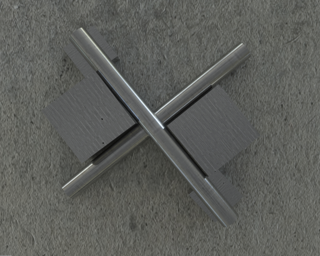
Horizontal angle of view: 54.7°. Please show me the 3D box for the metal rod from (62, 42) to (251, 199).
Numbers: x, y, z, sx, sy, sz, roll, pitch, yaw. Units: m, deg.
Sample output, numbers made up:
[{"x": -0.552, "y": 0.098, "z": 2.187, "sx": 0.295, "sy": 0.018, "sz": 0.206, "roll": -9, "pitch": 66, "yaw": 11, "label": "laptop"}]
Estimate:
[{"x": -0.004, "y": -0.010, "z": 0.412, "sx": 0.300, "sy": 0.025, "sz": 0.025, "roll": -39, "pitch": 90, "yaw": 0, "label": "metal rod"}]

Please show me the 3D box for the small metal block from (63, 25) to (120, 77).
[{"x": -0.090, "y": -0.098, "z": 0.411, "sx": 0.050, "sy": 0.025, "sz": 0.050, "roll": -37, "pitch": 90, "yaw": 0, "label": "small metal block"}]

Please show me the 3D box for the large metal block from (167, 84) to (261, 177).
[{"x": 0.065, "y": 0.003, "z": 0.399, "sx": 0.080, "sy": 0.050, "sz": 0.080, "roll": -39, "pitch": 90, "yaw": 0, "label": "large metal block"}]

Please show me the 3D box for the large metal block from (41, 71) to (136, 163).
[{"x": -0.086, "y": -0.013, "z": 0.396, "sx": 0.080, "sy": 0.050, "sz": 0.080, "roll": -37, "pitch": 90, "yaw": 0, "label": "large metal block"}]

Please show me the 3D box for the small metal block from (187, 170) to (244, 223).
[{"x": 0.073, "y": 0.087, "z": 0.412, "sx": 0.050, "sy": 0.025, "sz": 0.050, "roll": -43, "pitch": 90, "yaw": 0, "label": "small metal block"}]

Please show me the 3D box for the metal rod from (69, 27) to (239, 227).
[{"x": -0.007, "y": -0.001, "z": 0.385, "sx": 0.025, "sy": 0.025, "sz": 0.300, "roll": -39, "pitch": 90, "yaw": 0, "label": "metal rod"}]
